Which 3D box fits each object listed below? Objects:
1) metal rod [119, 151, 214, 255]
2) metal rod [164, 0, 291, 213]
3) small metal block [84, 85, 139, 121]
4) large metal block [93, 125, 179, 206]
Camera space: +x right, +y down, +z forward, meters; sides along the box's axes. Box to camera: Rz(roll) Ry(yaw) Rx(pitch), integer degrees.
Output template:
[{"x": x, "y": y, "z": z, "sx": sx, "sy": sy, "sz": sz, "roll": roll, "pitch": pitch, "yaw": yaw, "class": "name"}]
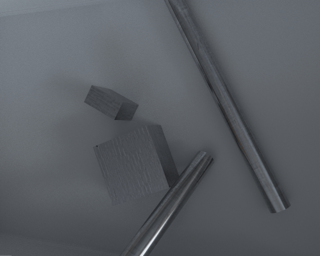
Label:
[{"x": -0.031, "y": 0.140, "z": 0.327, "sx": 0.025, "sy": 0.025, "sz": 0.301, "roll": 33, "pitch": 63, "yaw": 17, "class": "metal rod"}, {"x": 0.078, "y": -0.040, "z": 0.382, "sx": 0.025, "sy": 0.025, "sz": 0.299, "roll": -28, "pitch": 81, "yaw": 17, "class": "metal rod"}, {"x": -0.064, "y": -0.033, "z": 0.419, "sx": 0.050, "sy": 0.050, "sz": 0.025, "roll": 30, "pitch": 100, "yaw": 17, "class": "small metal block"}, {"x": -0.029, "y": 0.048, "z": 0.407, "sx": 0.080, "sy": 0.050, "sz": 0.080, "roll": -22, "pitch": 83, "yaw": 18, "class": "large metal block"}]
